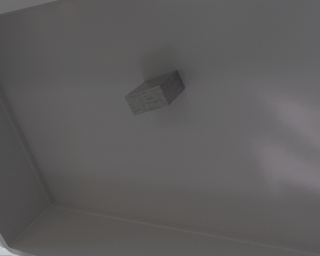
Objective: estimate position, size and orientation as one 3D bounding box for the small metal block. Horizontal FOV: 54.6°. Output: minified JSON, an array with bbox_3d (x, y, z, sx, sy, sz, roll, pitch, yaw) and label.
[{"bbox_3d":[-0.005,-0.042,0.370,0.050,0.050,0.025,-14,111,34],"label":"small metal block"}]
